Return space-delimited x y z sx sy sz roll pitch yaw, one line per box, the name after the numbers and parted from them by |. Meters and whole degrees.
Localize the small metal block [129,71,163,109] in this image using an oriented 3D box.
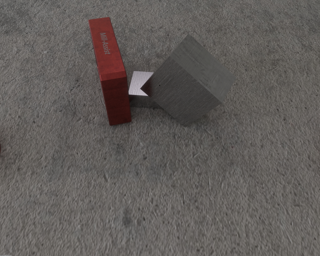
-0.016 -0.055 0.449 0.050 0.025 0.050 5 50 4 | small metal block

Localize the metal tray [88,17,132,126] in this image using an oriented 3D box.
-0.069 -0.079 0.426 0.030 0.089 0.130 -12 51 -9 | metal tray

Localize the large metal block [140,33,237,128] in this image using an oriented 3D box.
0.034 -0.057 0.396 0.080 0.080 0.050 40 55 -9 | large metal block
